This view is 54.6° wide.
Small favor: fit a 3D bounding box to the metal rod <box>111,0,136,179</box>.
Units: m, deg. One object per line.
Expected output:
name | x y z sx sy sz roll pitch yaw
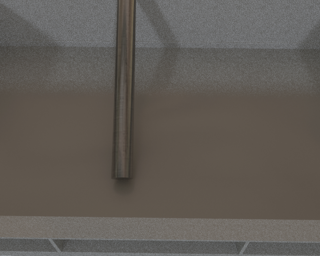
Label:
metal rod | -0.045 -0.085 0.399 0.025 0.025 0.299 0 74 0
